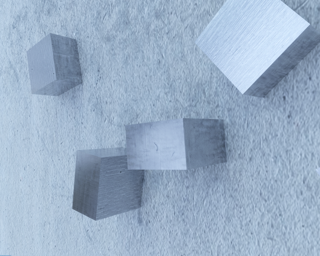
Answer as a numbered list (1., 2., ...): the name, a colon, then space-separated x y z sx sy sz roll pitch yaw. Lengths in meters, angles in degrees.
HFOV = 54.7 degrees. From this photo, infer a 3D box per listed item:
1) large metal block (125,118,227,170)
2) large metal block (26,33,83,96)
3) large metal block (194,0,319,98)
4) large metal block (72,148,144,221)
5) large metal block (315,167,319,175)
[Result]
1. large metal block: 0.019 0.018 0.354 0.080 0.081 0.050 -6 86 40
2. large metal block: -0.186 -0.107 0.542 0.080 0.050 0.080 -17 79 38
3. large metal block: 0.096 -0.088 0.309 0.080 0.050 0.080 -50 61 28
4. large metal block: -0.069 0.072 0.426 0.050 0.081 0.079 10 96 39
5. large metal block: 0.185 0.043 0.235 0.080 0.050 0.080 -43 64 31
